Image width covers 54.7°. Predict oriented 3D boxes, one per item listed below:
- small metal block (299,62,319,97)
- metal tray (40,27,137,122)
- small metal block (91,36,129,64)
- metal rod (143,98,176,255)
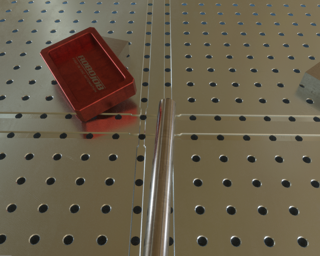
[{"bbox_3d":[0.254,-0.073,0.473,0.050,0.025,0.050,-32,57,-25],"label":"small metal block"},{"bbox_3d":[-0.105,-0.082,0.451,0.090,0.030,0.130,-31,64,-13],"label":"metal tray"},{"bbox_3d":[-0.084,-0.123,0.510,0.050,0.025,0.050,13,51,10],"label":"small metal block"},{"bbox_3d":[0.000,0.082,0.338,0.025,0.025,0.300,3,50,2],"label":"metal rod"}]
